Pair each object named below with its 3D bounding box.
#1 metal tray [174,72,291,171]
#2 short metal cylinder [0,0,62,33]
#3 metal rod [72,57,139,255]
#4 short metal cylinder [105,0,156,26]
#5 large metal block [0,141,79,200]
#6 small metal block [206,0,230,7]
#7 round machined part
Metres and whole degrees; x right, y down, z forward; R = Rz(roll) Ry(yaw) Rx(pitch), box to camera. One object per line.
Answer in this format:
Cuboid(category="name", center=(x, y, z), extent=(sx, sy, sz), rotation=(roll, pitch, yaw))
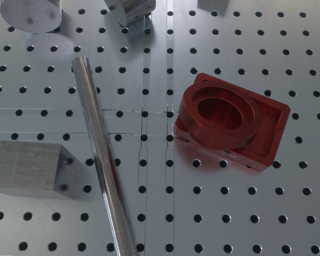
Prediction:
Cuboid(category="metal tray", center=(0.095, -0.010, 0.413), extent=(0.130, 0.030, 0.090), rotation=(23, 71, 8))
Cuboid(category="short metal cylinder", center=(-0.185, -0.183, 0.448), extent=(0.081, 0.080, 0.050), rotation=(-7, 70, -3))
Cuboid(category="metal rod", center=(-0.072, 0.039, 0.396), extent=(0.025, 0.025, 0.299), rotation=(-16, 71, -6))
Cuboid(category="short metal cylinder", center=(-0.049, -0.198, 0.455), extent=(0.050, 0.080, 0.080), rotation=(-33, 74, -11))
Cuboid(category="large metal block", center=(-0.148, 0.051, 0.363), extent=(0.080, 0.080, 0.050), rotation=(3, 70, 1))
Cuboid(category="small metal block", center=(0.094, -0.229, 0.496), extent=(0.050, 0.025, 0.050), rotation=(22, 71, 7))
Cuboid(category="round machined part", center=(0.070, -0.011, 0.380), extent=(0.099, 0.042, 0.098), rotation=(9, 44, -9))
